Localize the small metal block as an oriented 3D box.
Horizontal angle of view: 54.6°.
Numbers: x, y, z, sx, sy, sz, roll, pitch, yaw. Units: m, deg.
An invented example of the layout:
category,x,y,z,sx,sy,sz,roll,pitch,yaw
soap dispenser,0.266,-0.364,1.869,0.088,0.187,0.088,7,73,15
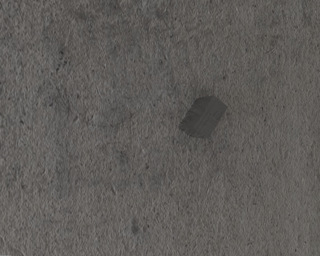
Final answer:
category,x,y,z,sx,sy,sz,roll,pitch,yaw
small metal block,0.056,-0.014,0.416,0.025,0.050,0.050,37,78,-17
